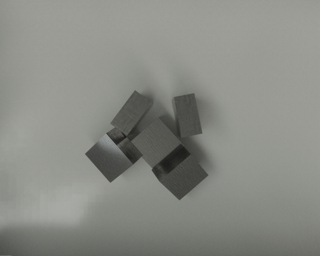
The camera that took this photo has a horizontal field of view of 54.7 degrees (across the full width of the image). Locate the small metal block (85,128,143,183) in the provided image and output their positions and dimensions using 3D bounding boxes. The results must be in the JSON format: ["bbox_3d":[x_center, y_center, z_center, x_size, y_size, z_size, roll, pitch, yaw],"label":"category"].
[{"bbox_3d":[-0.060,0.034,0.398,0.050,0.025,0.050,49,123,-1],"label":"small metal block"}]

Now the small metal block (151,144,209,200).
[{"bbox_3d":[0.026,0.057,0.397,0.050,0.025,0.050,-41,127,-1],"label":"small metal block"}]

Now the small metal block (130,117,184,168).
[{"bbox_3d":[-0.004,0.021,0.409,0.050,0.025,0.050,-42,91,0],"label":"small metal block"}]

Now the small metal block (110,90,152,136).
[{"bbox_3d":[-0.035,-0.018,0.396,0.025,0.050,0.050,37,90,0],"label":"small metal block"}]

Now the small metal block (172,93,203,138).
[{"bbox_3d":[0.033,-0.015,0.397,0.025,0.050,0.050,-11,90,-1],"label":"small metal block"}]
